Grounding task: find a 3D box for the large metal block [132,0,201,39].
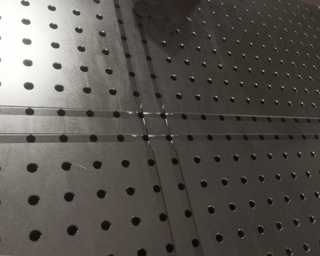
[{"bbox_3d":[0.014,-0.212,0.531,0.080,0.050,0.080,38,51,-3],"label":"large metal block"}]
